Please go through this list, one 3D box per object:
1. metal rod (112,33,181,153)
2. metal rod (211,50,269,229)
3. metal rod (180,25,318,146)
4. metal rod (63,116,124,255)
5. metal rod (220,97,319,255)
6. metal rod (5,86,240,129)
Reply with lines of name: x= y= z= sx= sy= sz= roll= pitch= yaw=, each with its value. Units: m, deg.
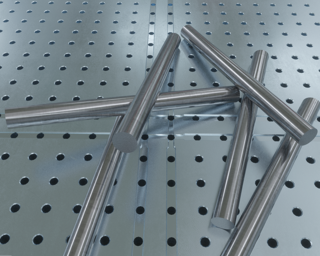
metal rod: x=-0.005 y=-0.069 z=0.416 sx=0.025 sy=0.025 sz=0.301 roll=9 pitch=35 yaw=7
metal rod: x=0.115 y=-0.009 z=0.415 sx=0.025 sy=0.025 sz=0.301 roll=15 pitch=52 yaw=12
metal rod: x=0.107 y=-0.081 z=0.450 sx=0.025 sy=0.025 sz=0.300 roll=-18 pitch=45 yaw=-15
metal rod: x=-0.070 y=0.080 z=0.340 sx=0.025 sy=0.025 sz=0.300 roll=9 pitch=50 yaw=7
metal rod: x=0.129 y=0.062 z=0.355 sx=0.025 sy=0.025 sz=0.301 roll=27 pitch=55 yaw=21
metal rod: x=-0.032 y=-0.030 z=0.402 sx=0.302 sy=0.025 sz=0.025 roll=-8 pitch=50 yaw=-19
